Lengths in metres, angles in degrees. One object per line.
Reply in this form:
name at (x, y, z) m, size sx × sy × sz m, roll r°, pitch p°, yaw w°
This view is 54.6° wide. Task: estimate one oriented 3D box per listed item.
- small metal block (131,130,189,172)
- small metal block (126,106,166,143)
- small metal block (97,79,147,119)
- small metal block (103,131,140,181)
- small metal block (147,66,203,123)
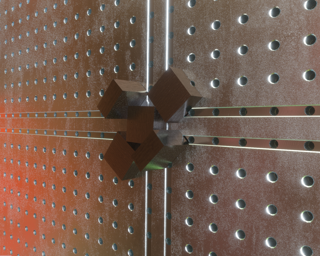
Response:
small metal block at (0.000, 0.028, 0.394) m, size 0.050 × 0.050 × 0.025 m, roll -50°, pitch 60°, yaw 28°
small metal block at (-0.019, -0.004, 0.425) m, size 0.050 × 0.025 × 0.050 m, roll 5°, pitch 92°, yaw 41°
small metal block at (-0.052, -0.040, 0.437) m, size 0.025 × 0.050 × 0.050 m, roll 51°, pitch 121°, yaw 27°
small metal block at (-0.050, 0.040, 0.451) m, size 0.050 × 0.025 × 0.050 m, roll 45°, pitch 117°, yaw 30°
small metal block at (0.018, -0.041, 0.396) m, size 0.050 × 0.025 × 0.050 m, roll -48°, pitch 62°, yaw 30°
